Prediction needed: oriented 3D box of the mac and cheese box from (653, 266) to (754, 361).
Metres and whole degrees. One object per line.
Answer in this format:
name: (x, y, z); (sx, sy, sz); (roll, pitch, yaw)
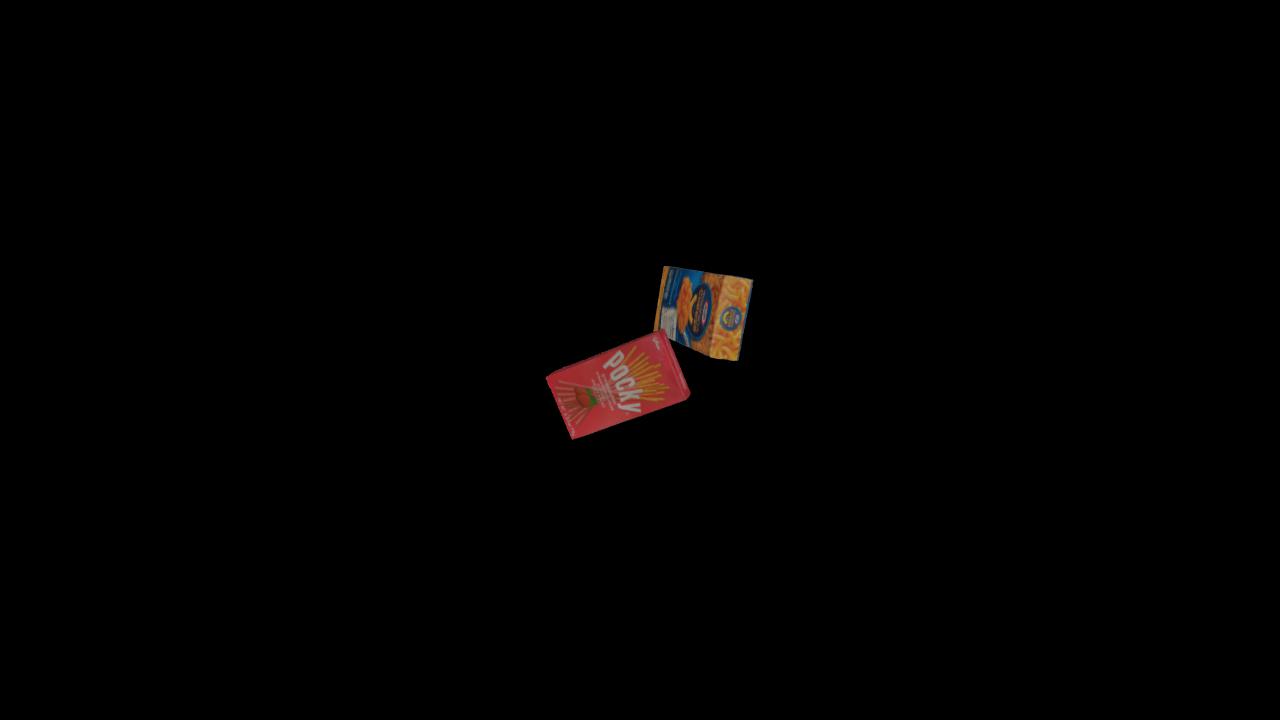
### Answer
mac and cheese box: (0.070, -0.062, 0.743); (0.041, 0.093, 0.184); (8, 8, -20)

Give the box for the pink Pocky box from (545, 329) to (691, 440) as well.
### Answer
pink Pocky box: (-0.027, 0.030, 0.713); (0.155, 0.084, 0.029); (-21, 4, 20)
